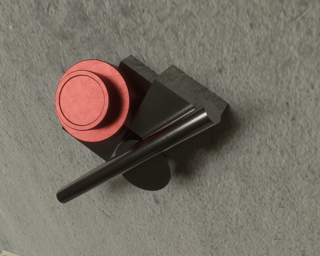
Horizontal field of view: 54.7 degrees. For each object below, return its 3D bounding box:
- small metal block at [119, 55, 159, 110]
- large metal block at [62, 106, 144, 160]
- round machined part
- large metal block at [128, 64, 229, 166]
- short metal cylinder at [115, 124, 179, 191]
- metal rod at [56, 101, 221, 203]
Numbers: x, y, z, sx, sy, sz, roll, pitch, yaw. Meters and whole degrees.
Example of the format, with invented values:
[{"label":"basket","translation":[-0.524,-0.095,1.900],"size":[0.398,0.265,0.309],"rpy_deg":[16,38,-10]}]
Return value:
[{"label":"small metal block","translation":[-0.031,-0.054,0.389],"size":[0.050,0.025,0.050],"rpy_deg":[37,129,3]},{"label":"large metal block","translation":[-0.076,-0.014,0.421],"size":[0.080,0.050,0.079],"rpy_deg":[36,129,3]},{"label":"round machined part","translation":[-0.081,-0.031,0.362],"size":[0.098,0.042,0.097],"rpy_deg":[1,93,17]},{"label":"large metal block","translation":[0.021,-0.015,0.371],"size":[0.080,0.050,0.079],"rpy_deg":[36,129,4]},{"label":"short metal cylinder","translation":[-0.013,0.038,0.420],"size":[0.080,0.050,0.079],"rpy_deg":[13,124,20]},{"label":"metal rod","translation":[-0.050,0.045,0.396],"size":[0.299,0.025,0.025],"rpy_deg":[-31,101,38]}]
